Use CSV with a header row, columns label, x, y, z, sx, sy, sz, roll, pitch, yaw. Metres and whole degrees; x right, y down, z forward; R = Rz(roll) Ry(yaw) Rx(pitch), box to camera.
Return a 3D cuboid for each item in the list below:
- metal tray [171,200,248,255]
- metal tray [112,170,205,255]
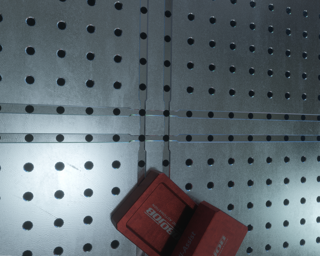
label,x,y,z,sx,sy,sz,roll,pitch,yaw
metal tray,0.058,0.173,0.415,0.090,0.030,0.130,39,78,-39
metal tray,0.013,0.131,0.415,0.130,0.030,0.090,45,76,-15
